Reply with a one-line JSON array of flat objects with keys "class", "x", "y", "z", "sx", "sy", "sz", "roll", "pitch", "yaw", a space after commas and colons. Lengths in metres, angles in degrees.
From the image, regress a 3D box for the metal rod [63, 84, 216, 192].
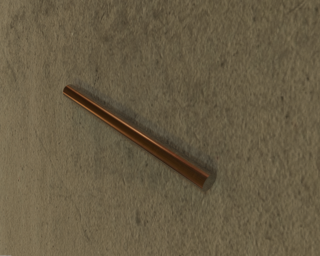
[{"class": "metal rod", "x": -0.049, "y": 0.000, "z": 0.442, "sx": 0.300, "sy": 0.025, "sz": 0.025, "roll": 31, "pitch": 109, "yaw": 35}]
